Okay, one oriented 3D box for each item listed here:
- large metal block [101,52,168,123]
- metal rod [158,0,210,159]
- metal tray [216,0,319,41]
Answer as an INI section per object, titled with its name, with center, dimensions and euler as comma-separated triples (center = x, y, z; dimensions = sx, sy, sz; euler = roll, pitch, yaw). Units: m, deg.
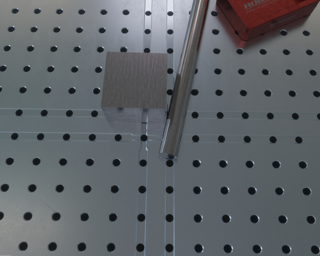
[large metal block]
center = -0.031, -0.054, 0.418
dimensions = 0.081, 0.050, 0.080
euler = 2, 70, 0
[metal rod]
center = 0.042, -0.101, 0.448
dimensions = 0.025, 0.025, 0.299
euler = 12, 70, 4
[metal tray]
center = 0.167, -0.201, 0.483
dimensions = 0.131, 0.030, 0.090
euler = -24, 72, -9
